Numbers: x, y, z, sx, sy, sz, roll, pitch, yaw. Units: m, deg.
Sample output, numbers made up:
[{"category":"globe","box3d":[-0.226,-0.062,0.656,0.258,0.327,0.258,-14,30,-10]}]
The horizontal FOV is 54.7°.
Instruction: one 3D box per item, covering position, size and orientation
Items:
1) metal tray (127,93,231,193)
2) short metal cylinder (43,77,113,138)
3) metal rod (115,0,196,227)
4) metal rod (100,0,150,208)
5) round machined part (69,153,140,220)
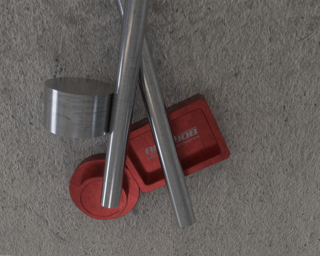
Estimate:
[{"category":"metal tray","box3d":[0.016,0.022,0.415,0.130,0.030,0.090,-25,109,8]},{"category":"short metal cylinder","box3d":[-0.096,-0.027,0.370,0.081,0.080,0.050,9,110,-3]},{"category":"metal rod","box3d":[-0.005,-0.023,0.371,0.025,0.025,0.298,-14,99,5]},{"category":"metal rod","box3d":[-0.040,-0.043,0.351,0.025,0.025,0.298,9,109,-4]},{"category":"round machined part","box3d":[-0.078,0.088,0.432,0.099,0.042,0.097,0,110,0]}]
